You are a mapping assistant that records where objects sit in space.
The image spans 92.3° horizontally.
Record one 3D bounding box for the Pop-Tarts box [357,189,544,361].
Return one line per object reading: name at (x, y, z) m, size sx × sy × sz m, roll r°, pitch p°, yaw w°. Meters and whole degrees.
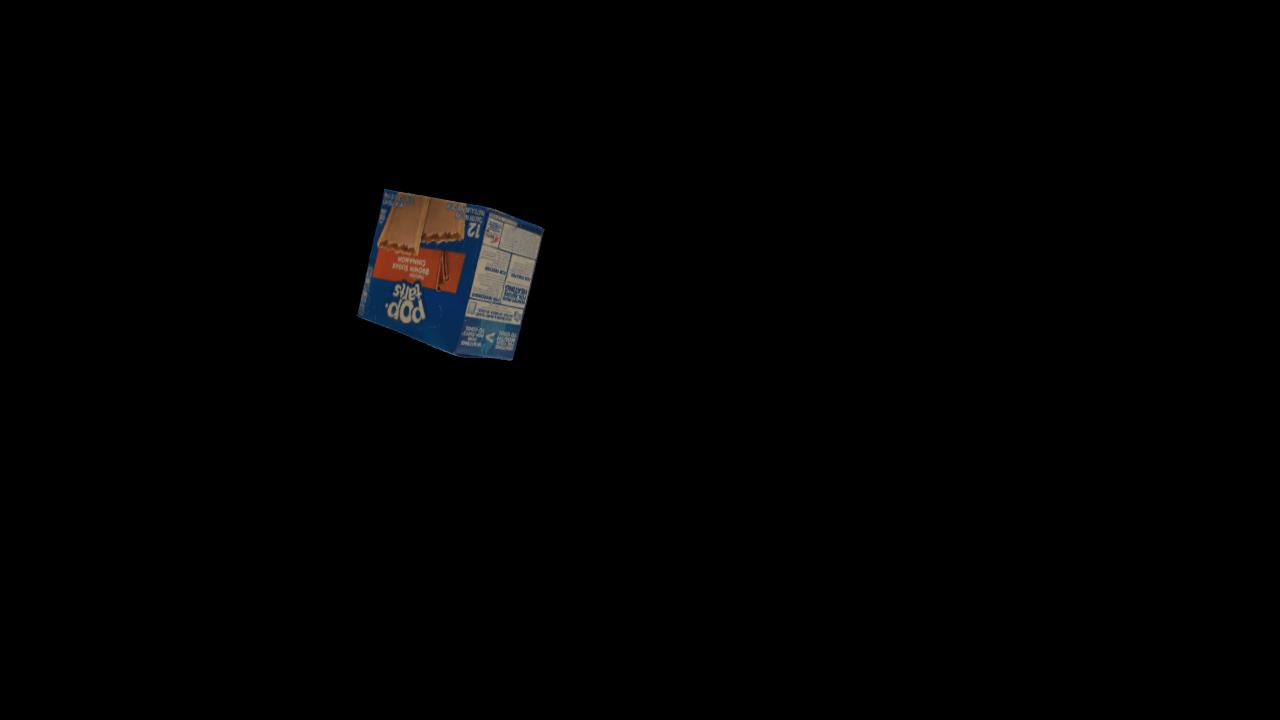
Pop-Tarts box at (-0.199, -0.089, 0.634) m, size 0.167 × 0.141 × 0.083 m, roll 18°, pitch 6°, yaw 34°
